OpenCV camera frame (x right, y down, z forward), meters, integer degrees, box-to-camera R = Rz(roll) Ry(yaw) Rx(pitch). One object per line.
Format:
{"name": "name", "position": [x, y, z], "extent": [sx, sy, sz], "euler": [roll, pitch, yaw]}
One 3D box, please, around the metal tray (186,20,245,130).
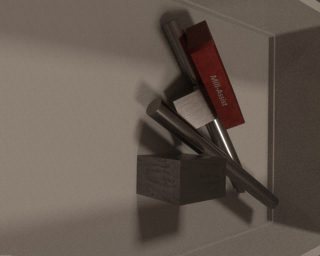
{"name": "metal tray", "position": [0.076, -0.073, 0.429], "extent": [0.130, 0.030, 0.090], "euler": [59, 18, -30]}

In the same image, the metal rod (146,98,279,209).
{"name": "metal rod", "position": [0.093, 0.051, 0.456], "extent": [0.301, 0.025, 0.025], "euler": [37, 67, -32]}

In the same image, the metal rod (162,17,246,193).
{"name": "metal rod", "position": [0.078, -0.021, 0.474], "extent": [0.025, 0.025, 0.299], "euler": [-42, 116, -32]}

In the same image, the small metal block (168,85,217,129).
{"name": "small metal block", "position": [0.046, -0.027, 0.434], "extent": [0.050, 0.025, 0.050], "euler": [-26, 109, -9]}

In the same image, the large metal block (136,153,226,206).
{"name": "large metal block", "position": [0.027, 0.061, 0.395], "extent": [0.081, 0.080, 0.050], "euler": [2, 89, -40]}
